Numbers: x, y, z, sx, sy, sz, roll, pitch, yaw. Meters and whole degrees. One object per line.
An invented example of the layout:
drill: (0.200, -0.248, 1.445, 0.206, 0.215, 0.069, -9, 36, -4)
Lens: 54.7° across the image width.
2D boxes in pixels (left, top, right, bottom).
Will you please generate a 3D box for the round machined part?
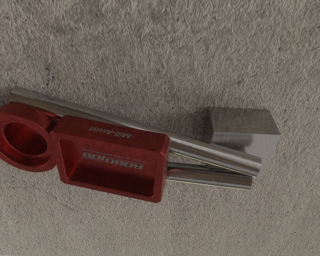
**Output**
round machined part: (-0.166, 0.008, 0.395, 0.099, 0.042, 0.097, 6, 130, 8)

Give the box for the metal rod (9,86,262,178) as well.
metal rod: (-0.030, 0.004, 0.369, 0.302, 0.025, 0.025, 16, 129, 2)

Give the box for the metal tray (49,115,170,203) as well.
metal tray: (-0.057, 0.039, 0.370, 0.131, 0.030, 0.089, 10, 131, 7)

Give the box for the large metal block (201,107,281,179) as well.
large metal block: (0.100, 0.020, 0.409, 0.081, 0.050, 0.079, 3, 130, -3)

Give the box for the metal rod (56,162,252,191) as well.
metal rod: (-0.035, 0.052, 0.410, 0.301, 0.025, 0.025, 5, 131, 11)
